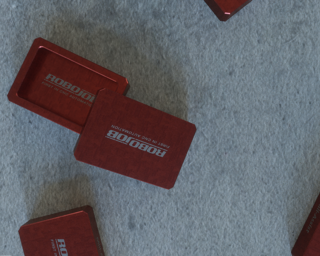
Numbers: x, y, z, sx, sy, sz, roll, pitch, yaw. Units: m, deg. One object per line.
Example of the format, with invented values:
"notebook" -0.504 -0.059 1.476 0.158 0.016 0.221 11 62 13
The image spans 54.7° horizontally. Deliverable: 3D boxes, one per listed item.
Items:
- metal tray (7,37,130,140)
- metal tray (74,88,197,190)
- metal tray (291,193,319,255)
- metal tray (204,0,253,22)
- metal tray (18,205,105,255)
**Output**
"metal tray" -0.117 -0.049 0.405 0.131 0.030 0.090 26 90 -1
"metal tray" -0.030 0.015 0.388 0.131 0.030 0.090 21 91 -18
"metal tray" 0.247 0.136 0.411 0.090 0.030 0.129 26 90 -1
"metal tray" 0.108 -0.217 0.409 0.130 0.030 0.090 -38 91 -1
"metal tray" -0.121 0.177 0.406 0.091 0.030 0.129 -14 90 -1
